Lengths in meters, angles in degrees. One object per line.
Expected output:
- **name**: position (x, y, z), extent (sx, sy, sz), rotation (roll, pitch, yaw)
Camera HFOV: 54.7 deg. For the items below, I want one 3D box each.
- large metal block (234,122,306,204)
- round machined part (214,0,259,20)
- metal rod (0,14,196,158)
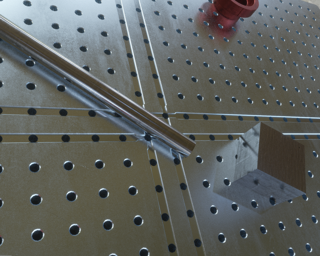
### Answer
- **large metal block**: position (0.159, 0.051, 0.447), extent (0.080, 0.050, 0.080), rotation (27, 52, -12)
- **round machined part**: position (0.151, -0.263, 0.639), extent (0.099, 0.042, 0.098), rotation (14, 56, -21)
- **metal rod**: position (-0.085, -0.053, 0.394), extent (0.301, 0.025, 0.025), rotation (33, 51, -7)
